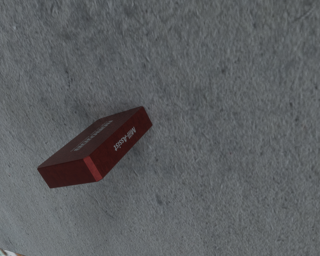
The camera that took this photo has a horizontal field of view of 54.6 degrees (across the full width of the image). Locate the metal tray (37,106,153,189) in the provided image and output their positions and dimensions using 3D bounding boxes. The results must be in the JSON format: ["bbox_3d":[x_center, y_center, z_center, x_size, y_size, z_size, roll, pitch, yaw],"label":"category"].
[{"bbox_3d":[-0.077,0.021,0.394,0.090,0.131,0.030,-14,111,34],"label":"metal tray"}]
